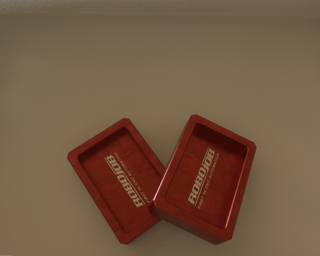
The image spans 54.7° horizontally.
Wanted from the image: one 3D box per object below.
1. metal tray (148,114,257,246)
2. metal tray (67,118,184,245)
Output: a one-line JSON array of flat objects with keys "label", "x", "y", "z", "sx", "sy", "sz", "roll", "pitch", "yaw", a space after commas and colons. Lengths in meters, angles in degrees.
[{"label": "metal tray", "x": 0.053, "y": 0.056, "z": 0.363, "sx": 0.090, "sy": 0.030, "sz": 0.130, "roll": 27, "pitch": 58, "yaw": 0}, {"label": "metal tray", "x": -0.042, "y": 0.063, "z": 0.383, "sx": 0.090, "sy": 0.030, "sz": 0.130, "roll": -34, "pitch": 74, "yaw": -12}]
